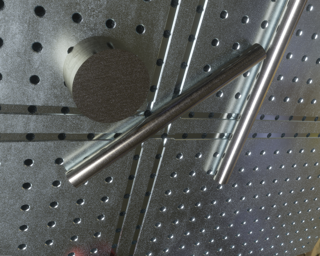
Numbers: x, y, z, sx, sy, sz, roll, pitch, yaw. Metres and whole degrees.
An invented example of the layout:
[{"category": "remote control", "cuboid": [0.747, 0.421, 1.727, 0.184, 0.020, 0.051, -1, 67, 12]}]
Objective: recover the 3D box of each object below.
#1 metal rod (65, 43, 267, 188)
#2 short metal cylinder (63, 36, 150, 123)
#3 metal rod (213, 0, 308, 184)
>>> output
[{"category": "metal rod", "cuboid": [0.012, -0.019, 0.405, 0.301, 0.025, 0.025, -34, 129, -6]}, {"category": "short metal cylinder", "cuboid": [-0.058, -0.052, 0.331, 0.081, 0.050, 0.079, -14, 124, -21]}, {"category": "metal rod", "cuboid": [0.141, -0.044, 0.460, 0.025, 0.025, 0.298, 3, 117, -30]}]
